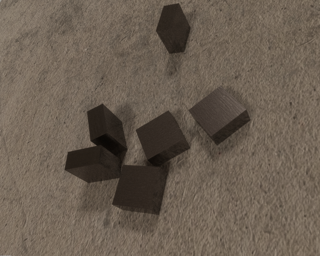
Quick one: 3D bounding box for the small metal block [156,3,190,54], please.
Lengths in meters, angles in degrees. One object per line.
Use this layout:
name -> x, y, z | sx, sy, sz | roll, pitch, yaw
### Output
small metal block -> 0.021, -0.149, 0.467 | 0.025, 0.050, 0.050 | 1, 62, 28

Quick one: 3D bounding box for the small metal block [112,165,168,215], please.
small metal block -> -0.023, 0.073, 0.370 | 0.050, 0.025, 0.050 | 0, 61, 27

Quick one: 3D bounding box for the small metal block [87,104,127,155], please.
small metal block -> -0.072, 0.003, 0.422 | 0.025, 0.050, 0.050 | -25, 53, 12

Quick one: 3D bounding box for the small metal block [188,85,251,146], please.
small metal block -> 0.072, -0.016, 0.375 | 0.050, 0.025, 0.050 | -38, 51, 2

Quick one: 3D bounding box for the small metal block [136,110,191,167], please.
small metal block -> 0.003, 0.014, 0.393 | 0.050, 0.025, 0.050 | -31, 52, 8

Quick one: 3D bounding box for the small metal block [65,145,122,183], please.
small metal block -> -0.085, 0.048, 0.401 | 0.050, 0.050, 0.025 | -13, 57, 21
